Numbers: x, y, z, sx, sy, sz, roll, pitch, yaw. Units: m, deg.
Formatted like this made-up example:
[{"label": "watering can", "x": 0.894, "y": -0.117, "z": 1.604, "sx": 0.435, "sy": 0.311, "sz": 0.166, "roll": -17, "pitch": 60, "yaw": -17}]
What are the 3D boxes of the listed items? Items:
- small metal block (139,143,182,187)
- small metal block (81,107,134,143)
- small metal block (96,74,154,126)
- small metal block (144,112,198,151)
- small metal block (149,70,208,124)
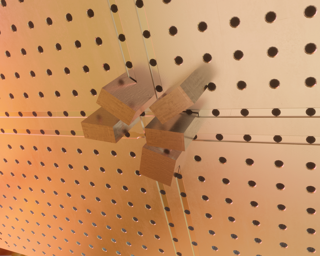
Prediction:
[{"label": "small metal block", "x": 0.001, "y": 0.049, "z": 0.440, "sx": 0.050, "sy": 0.025, "sz": 0.050, "roll": 20, "pitch": 126, "yaw": 15}, {"label": "small metal block", "x": -0.071, "y": -0.006, "z": 0.427, "sx": 0.050, "sy": 0.050, "sz": 0.025, "roll": 8, "pitch": 122, "yaw": 24}, {"label": "small metal block", "x": -0.043, "y": -0.037, "z": 0.393, "sx": 0.050, "sy": 0.050, "sz": 0.025, "roll": 35, "pitch": 129, "yaw": 4}, {"label": "small metal block", "x": 0.016, "y": 0.002, "z": 0.387, "sx": 0.050, "sy": 0.050, "sz": 0.025, "roll": 8, "pitch": 122, "yaw": 24}, {"label": "small metal block", "x": 0.022, "y": -0.036, "z": 0.360, "sx": 0.050, "sy": 0.050, "sz": 0.025, "roll": -32, "pitch": 101, "yaw": 38}]
